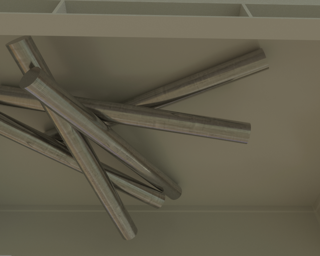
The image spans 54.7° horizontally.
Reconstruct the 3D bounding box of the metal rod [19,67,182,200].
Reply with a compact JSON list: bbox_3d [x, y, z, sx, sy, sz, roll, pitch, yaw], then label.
[{"bbox_3d":[-0.047,0.029,0.391,0.025,0.025,0.300,-23,140,18],"label":"metal rod"}]

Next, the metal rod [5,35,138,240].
[{"bbox_3d":[-0.091,0.034,0.375,0.025,0.025,0.299,-14,122,11],"label":"metal rod"}]

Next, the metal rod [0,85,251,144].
[{"bbox_3d":[-0.048,-0.017,0.364,0.302,0.025,0.025,9,130,3],"label":"metal rod"}]

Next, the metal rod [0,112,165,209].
[{"bbox_3d":[-0.119,0.037,0.404,0.301,0.025,0.025,31,123,-23],"label":"metal rod"}]

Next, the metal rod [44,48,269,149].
[{"bbox_3d":[-0.020,-0.029,0.383,0.301,0.025,0.025,-19,128,15],"label":"metal rod"}]
